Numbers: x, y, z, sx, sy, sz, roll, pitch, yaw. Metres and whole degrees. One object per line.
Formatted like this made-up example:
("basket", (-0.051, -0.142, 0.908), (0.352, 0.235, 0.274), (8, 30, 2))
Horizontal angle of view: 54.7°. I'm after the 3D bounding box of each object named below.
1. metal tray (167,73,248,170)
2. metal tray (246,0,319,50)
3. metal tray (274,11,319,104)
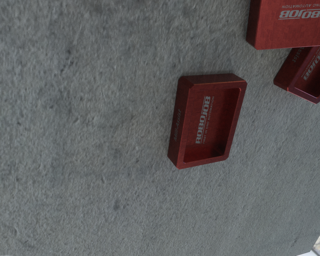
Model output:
("metal tray", (0.064, -0.009, 0.435), (0.091, 0.030, 0.129), (-8, 122, -25))
("metal tray", (0.180, -0.150, 0.388), (0.131, 0.030, 0.089), (-6, 122, -7))
("metal tray", (0.242, -0.108, 0.471), (0.091, 0.030, 0.129), (14, 111, -35))
